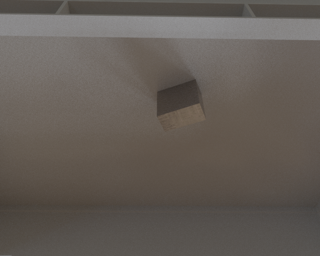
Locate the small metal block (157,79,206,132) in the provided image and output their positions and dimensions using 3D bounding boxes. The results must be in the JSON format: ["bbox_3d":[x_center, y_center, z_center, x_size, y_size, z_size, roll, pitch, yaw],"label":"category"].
[{"bbox_3d":[0.024,-0.027,0.369,0.050,0.050,0.025,-17,128,14],"label":"small metal block"}]
